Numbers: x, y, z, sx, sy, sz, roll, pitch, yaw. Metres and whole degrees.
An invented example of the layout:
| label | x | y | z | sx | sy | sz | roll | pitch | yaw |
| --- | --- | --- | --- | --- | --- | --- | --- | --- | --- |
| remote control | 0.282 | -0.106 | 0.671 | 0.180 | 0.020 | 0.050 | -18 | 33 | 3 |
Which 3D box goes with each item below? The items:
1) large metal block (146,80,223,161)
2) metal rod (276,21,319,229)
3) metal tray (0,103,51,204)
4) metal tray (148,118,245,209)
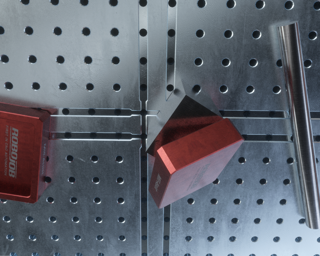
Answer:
| label | x | y | z | sx | sy | sz | roll | pitch | yaw |
| --- | --- | --- | --- | --- | --- | --- | --- | --- | --- |
| large metal block | 0.027 | -0.005 | 0.382 | 0.050 | 0.080 | 0.080 | 31 | 107 | -11 |
| metal rod | 0.193 | 0.010 | 0.418 | 0.025 | 0.025 | 0.298 | -15 | 110 | 5 |
| metal tray | -0.204 | 0.035 | 0.421 | 0.091 | 0.030 | 0.129 | 10 | 110 | -4 |
| metal tray | 0.037 | 0.047 | 0.369 | 0.091 | 0.030 | 0.129 | -23 | 155 | -19 |
